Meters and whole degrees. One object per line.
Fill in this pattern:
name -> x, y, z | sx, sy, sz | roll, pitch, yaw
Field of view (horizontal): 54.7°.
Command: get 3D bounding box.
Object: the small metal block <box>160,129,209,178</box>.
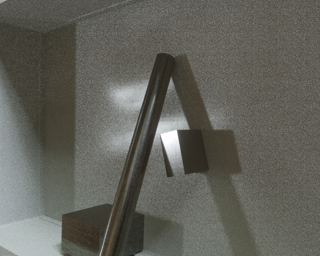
small metal block -> 0.029, 0.029, 0.365 | 0.025, 0.050, 0.050 | -17, 80, 38

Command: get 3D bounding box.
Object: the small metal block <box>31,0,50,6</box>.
small metal block -> -0.242, -0.262, 0.589 | 0.050, 0.050, 0.025 | 44, 116, 31

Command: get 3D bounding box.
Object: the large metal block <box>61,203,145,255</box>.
large metal block -> -0.080, 0.146, 0.434 | 0.080, 0.081, 0.050 | 4, 93, 39

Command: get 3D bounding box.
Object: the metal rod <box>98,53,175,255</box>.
metal rod -> -0.029, 0.046, 0.351 | 0.025, 0.025, 0.299 | -2, 64, 39
